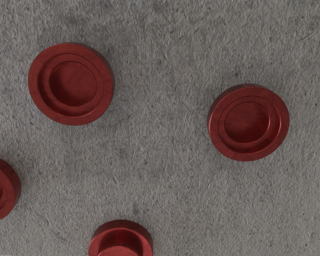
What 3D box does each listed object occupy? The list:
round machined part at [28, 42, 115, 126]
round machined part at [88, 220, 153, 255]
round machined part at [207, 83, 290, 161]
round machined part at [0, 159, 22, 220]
[{"bbox_3d":[-0.104,-0.055,0.379,0.099,0.042,0.097,0,110,0],"label":"round machined part"},{"bbox_3d":[-0.060,0.193,0.471,0.099,0.042,0.097,0,110,0],"label":"round machined part"},{"bbox_3d":[0.109,-0.010,0.398,0.099,0.042,0.097,0,110,0],"label":"round machined part"},{"bbox_3d":[-0.240,0.078,0.427,0.099,0.042,0.097,0,110,0],"label":"round machined part"}]
